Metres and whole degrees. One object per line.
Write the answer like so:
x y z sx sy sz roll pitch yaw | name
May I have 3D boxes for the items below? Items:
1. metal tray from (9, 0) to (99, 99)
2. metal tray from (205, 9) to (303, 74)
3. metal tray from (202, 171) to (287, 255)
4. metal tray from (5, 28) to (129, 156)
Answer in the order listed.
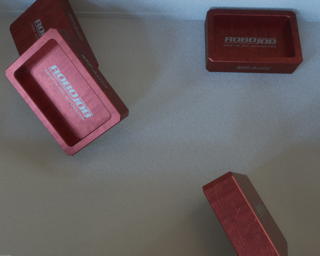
-0.148 -0.112 0.425 0.090 0.030 0.130 -33 72 18 | metal tray
0.134 -0.127 0.455 0.131 0.030 0.090 1 70 0 | metal tray
0.093 0.093 0.319 0.030 0.130 0.090 -33 70 14 | metal tray
-0.112 -0.042 0.376 0.090 0.030 0.130 -34 96 18 | metal tray
